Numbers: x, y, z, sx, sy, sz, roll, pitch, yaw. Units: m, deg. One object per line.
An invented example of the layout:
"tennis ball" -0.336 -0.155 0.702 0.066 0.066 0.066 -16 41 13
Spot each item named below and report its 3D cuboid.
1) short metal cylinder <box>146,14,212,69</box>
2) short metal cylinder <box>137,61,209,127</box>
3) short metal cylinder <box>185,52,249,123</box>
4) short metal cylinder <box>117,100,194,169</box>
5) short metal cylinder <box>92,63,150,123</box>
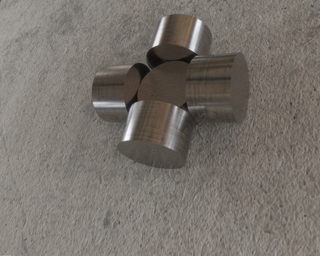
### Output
"short metal cylinder" 0.026 -0.105 0.419 0.080 0.080 0.050 2 63 28
"short metal cylinder" 0.018 -0.040 0.404 0.080 0.050 0.080 -13 56 20
"short metal cylinder" 0.069 -0.046 0.361 0.050 0.080 0.080 2 63 29
"short metal cylinder" -0.004 0.010 0.364 0.080 0.080 0.050 0 62 28
"short metal cylinder" -0.046 -0.047 0.422 0.050 0.080 0.080 2 63 29
